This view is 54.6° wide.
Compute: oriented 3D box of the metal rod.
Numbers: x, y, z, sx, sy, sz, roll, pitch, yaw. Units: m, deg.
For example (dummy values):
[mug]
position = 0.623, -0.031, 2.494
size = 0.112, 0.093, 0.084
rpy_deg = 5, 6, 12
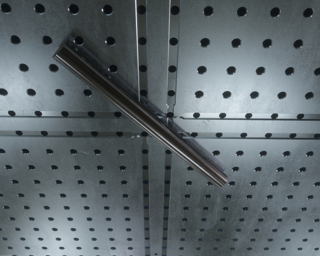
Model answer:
[metal rod]
position = -0.007, -0.002, 0.410
size = 0.025, 0.025, 0.301
rpy_deg = -35, 122, 26
